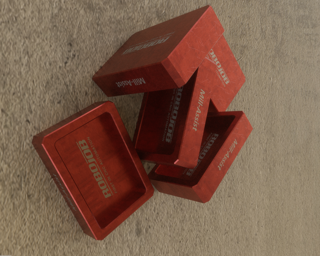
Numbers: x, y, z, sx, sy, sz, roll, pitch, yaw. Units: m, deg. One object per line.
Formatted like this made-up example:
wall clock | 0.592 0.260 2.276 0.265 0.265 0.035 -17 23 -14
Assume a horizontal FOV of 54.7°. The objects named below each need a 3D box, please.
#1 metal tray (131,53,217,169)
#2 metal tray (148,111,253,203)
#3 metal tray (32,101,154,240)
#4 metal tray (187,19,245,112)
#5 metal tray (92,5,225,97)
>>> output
metal tray | 0.014 -0.020 0.377 0.030 0.090 0.129 21 77 -39
metal tray | 0.054 0.032 0.411 0.130 0.090 0.030 -51 121 -28
metal tray | -0.068 0.046 0.347 0.091 0.030 0.129 -36 112 -34
metal tray | 0.073 -0.094 0.466 0.090 0.030 0.130 -52 121 -27
metal tray | -0.007 -0.078 0.334 0.030 0.130 0.090 52 59 -28
